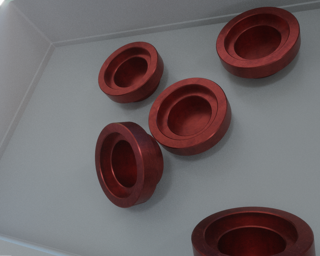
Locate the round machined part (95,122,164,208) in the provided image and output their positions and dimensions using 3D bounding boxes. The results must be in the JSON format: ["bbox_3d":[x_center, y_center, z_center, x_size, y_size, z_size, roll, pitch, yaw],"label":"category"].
[{"bbox_3d":[-0.033,0.041,0.366,0.098,0.042,0.097,7,99,48],"label":"round machined part"}]

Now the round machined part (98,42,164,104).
[{"bbox_3d":[-0.039,-0.077,0.461,0.098,0.042,0.098,-13,56,20],"label":"round machined part"}]

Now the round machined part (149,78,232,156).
[{"bbox_3d":[0.039,-0.010,0.380,0.098,0.042,0.098,-13,56,20],"label":"round machined part"}]

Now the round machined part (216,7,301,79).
[{"bbox_3d":[0.124,-0.102,0.391,0.098,0.042,0.098,-13,56,20],"label":"round machined part"}]

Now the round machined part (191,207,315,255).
[{"bbox_3d":[0.079,0.108,0.264,0.098,0.098,0.042,-5,100,25],"label":"round machined part"}]
